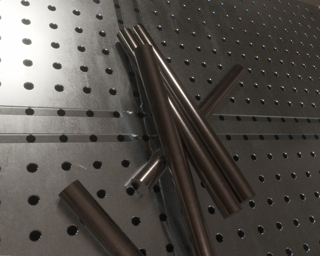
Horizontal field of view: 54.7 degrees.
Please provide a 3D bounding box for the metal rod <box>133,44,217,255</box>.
[{"bbox_3d":[0.020,0.039,0.365,0.025,0.025,0.299,-9,76,-32],"label":"metal rod"}]

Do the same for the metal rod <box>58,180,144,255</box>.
[{"bbox_3d":[0.006,0.172,0.307,0.300,0.025,0.025,47,51,5],"label":"metal rod"}]

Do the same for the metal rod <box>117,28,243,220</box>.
[{"bbox_3d":[0.014,-0.023,0.404,0.025,0.025,0.299,-12,60,-34],"label":"metal rod"}]

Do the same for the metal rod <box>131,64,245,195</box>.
[{"bbox_3d":[0.057,-0.017,0.451,0.025,0.025,0.301,43,51,1],"label":"metal rod"}]

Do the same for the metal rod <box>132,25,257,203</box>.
[{"bbox_3d":[0.033,-0.034,0.420,0.025,0.025,0.299,-12,59,-34],"label":"metal rod"}]
